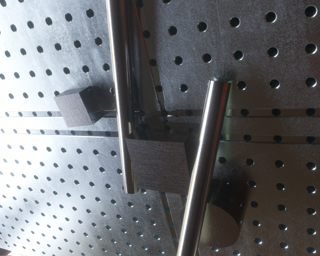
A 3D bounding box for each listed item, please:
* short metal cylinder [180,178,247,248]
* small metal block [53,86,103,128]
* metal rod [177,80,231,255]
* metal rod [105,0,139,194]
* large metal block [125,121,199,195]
[{"bbox_3d":[0.074,0.117,0.427,0.080,0.050,0.079,13,124,20],"label":"short metal cylinder"},{"bbox_3d":[-0.119,-0.030,0.453,0.050,0.025,0.050,-6,116,30],"label":"small metal block"},{"bbox_3d":[0.045,0.091,0.381,0.025,0.025,0.298,14,105,20],"label":"metal rod"},{"bbox_3d":[-0.047,-0.031,0.414,0.025,0.025,0.298,13,124,21],"label":"metal rod"},{"bbox_3d":[0.009,0.038,0.413,0.080,0.050,0.079,3,120,26],"label":"large metal block"}]
